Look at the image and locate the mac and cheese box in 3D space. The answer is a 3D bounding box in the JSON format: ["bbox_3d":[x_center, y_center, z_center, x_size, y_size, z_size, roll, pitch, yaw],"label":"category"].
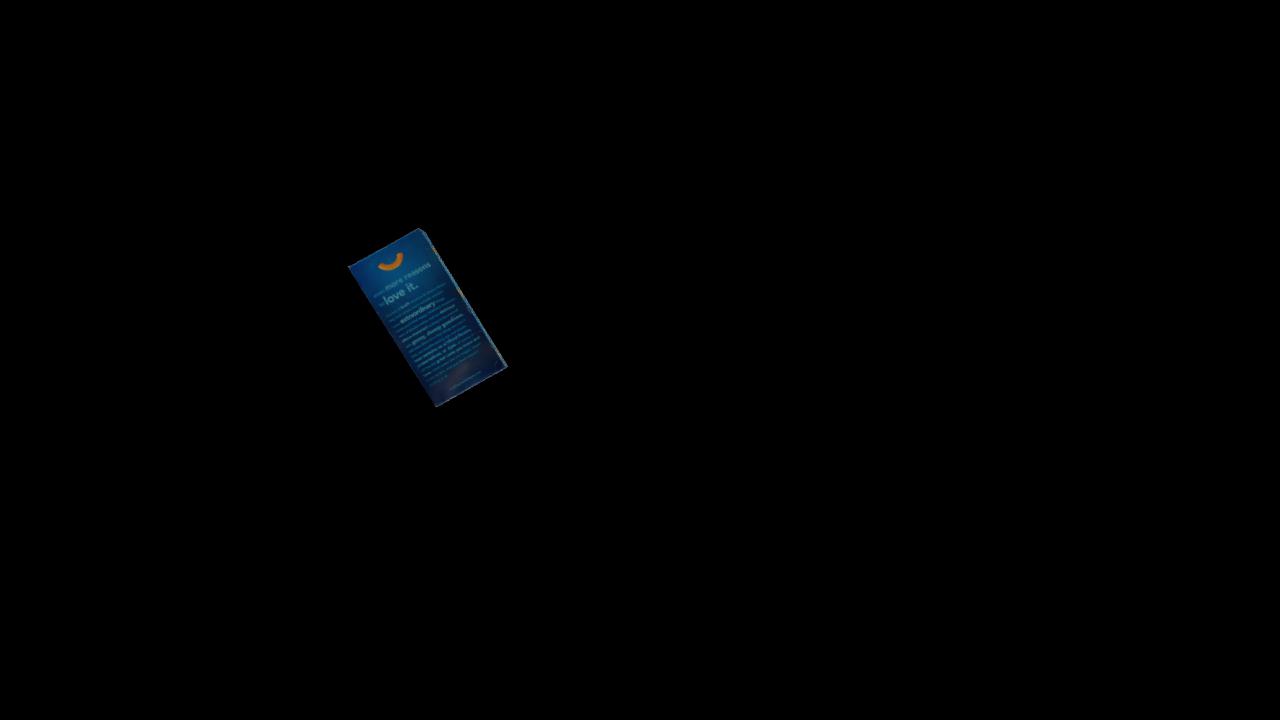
[{"bbox_3d":[-0.240,-0.047,0.707,0.093,0.184,0.041,-30,5,-3],"label":"mac and cheese box"}]
